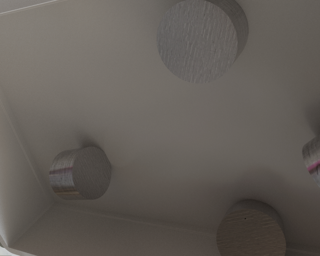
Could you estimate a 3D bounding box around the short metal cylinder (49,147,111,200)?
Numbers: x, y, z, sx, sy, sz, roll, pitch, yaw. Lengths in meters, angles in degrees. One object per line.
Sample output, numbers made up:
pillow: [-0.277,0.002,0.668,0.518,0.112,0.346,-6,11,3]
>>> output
short metal cylinder: [-0.122,0.071,0.482,0.050,0.080,0.080,-10,114,32]

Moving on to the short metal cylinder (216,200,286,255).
short metal cylinder: [0.116,0.137,0.394,0.080,0.050,0.080,0,90,20]

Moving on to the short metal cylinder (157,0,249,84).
short metal cylinder: [0.044,-0.091,0.313,0.080,0.050,0.079,13,124,21]

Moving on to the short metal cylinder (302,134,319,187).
short metal cylinder: [0.186,0.033,0.295,0.080,0.080,0.050,40,129,1]
